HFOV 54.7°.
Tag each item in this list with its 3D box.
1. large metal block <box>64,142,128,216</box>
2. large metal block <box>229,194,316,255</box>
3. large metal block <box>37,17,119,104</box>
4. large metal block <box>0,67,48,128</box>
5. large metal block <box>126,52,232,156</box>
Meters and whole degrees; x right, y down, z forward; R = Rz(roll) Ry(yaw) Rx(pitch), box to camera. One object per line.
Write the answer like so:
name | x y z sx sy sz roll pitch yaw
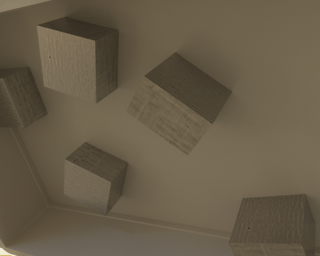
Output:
large metal block | -0.104 0.081 0.495 0.080 0.050 0.079 24 127 13
large metal block | 0.140 0.129 0.379 0.080 0.080 0.050 -13 112 33
large metal block | -0.101 -0.087 0.390 0.080 0.050 0.079 19 126 17
large metal block | -0.236 -0.048 0.485 0.080 0.050 0.079 2 120 26
large metal block | 0.023 -0.030 0.342 0.080 0.080 0.050 36 129 4
